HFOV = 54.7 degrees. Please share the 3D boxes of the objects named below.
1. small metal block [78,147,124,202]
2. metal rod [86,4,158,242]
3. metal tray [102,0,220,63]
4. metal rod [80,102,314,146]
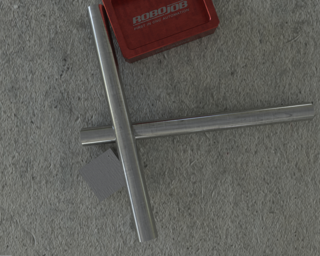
[{"bbox_3d":[-0.070,0.060,0.409,0.050,0.025,0.050,-35,90,0],"label":"small metal block"},{"bbox_3d":[-0.049,-0.014,0.386,0.025,0.025,0.299,-14,81,0],"label":"metal rod"},{"bbox_3d":[0.001,-0.150,0.407,0.131,0.030,0.090,-20,90,0],"label":"metal tray"},{"bbox_3d":[0.048,-0.005,0.410,0.302,0.025,0.025,-7,90,0],"label":"metal rod"}]
